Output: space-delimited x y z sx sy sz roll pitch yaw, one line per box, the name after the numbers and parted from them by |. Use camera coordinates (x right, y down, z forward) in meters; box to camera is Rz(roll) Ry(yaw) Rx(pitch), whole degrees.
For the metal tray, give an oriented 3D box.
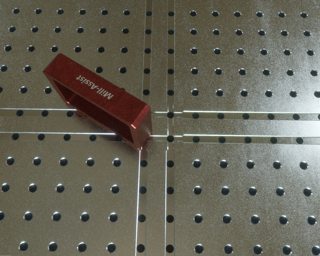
-0.073 -0.030 0.388 0.130 0.090 0.030 31 73 10 | metal tray
